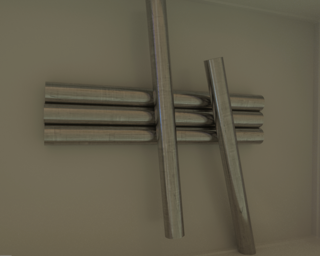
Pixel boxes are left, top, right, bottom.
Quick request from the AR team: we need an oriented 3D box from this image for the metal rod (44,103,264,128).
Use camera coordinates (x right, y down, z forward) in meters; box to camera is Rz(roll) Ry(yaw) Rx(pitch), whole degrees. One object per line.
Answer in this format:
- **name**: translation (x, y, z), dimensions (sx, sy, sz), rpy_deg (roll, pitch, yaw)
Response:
- **metal rod**: translation (0.007, -0.015, 0.413), dimensions (0.303, 0.025, 0.025), rpy_deg (1, 90, -21)

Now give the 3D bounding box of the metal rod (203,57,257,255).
- **metal rod**: translation (0.100, 0.054, 0.426), dimensions (0.025, 0.025, 0.298), rpy_deg (-17, 103, -20)

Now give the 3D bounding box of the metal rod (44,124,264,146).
- **metal rod**: translation (0.007, 0.010, 0.413), dimensions (0.303, 0.025, 0.025), rpy_deg (1, 90, -21)

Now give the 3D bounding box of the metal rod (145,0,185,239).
- **metal rod**: translation (0.007, -0.013, 0.386), dimensions (0.025, 0.025, 0.298), rpy_deg (-5, 92, -20)

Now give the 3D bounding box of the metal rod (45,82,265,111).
- **metal rod**: translation (0.008, -0.040, 0.413), dimensions (0.303, 0.025, 0.025), rpy_deg (1, 90, -21)
